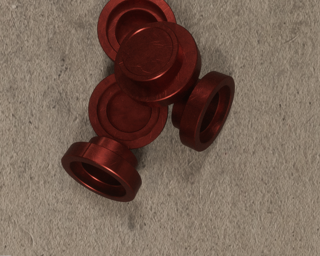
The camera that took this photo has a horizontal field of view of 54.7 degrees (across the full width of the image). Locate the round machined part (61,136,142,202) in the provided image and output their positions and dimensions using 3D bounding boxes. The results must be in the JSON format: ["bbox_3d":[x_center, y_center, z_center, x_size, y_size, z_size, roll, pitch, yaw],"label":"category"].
[{"bbox_3d":[-0.067,0.047,0.381,0.098,0.097,0.042,28,57,-1],"label":"round machined part"}]

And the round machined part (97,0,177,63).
[{"bbox_3d":[-0.028,-0.122,0.401,0.099,0.042,0.097,0,90,-1],"label":"round machined part"}]

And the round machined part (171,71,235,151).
[{"bbox_3d":[0.050,-0.024,0.380,0.042,0.098,0.098,26,90,26],"label":"round machined part"}]

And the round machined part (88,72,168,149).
[{"bbox_3d":[-0.039,-0.022,0.401,0.099,0.042,0.097,0,90,-1],"label":"round machined part"}]

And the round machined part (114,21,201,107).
[{"bbox_3d":[-0.007,-0.075,0.341,0.098,0.042,0.098,-5,73,18],"label":"round machined part"}]
